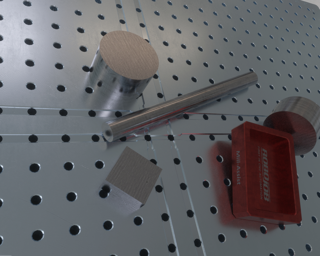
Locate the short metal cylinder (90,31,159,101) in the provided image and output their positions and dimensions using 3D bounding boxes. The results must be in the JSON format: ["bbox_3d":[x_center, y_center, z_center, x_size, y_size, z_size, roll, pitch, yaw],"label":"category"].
[{"bbox_3d":[-0.049,-0.083,0.417,0.081,0.050,0.080,14,56,-21],"label":"short metal cylinder"}]

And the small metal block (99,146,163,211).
[{"bbox_3d":[-0.033,0.057,0.355,0.050,0.025,0.050,34,51,-6],"label":"small metal block"}]

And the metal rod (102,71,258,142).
[{"bbox_3d":[0.050,-0.042,0.459,0.302,0.025,0.025,-22,74,-36],"label":"metal rod"}]

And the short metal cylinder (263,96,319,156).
[{"bbox_3d":[0.210,-0.003,0.488,0.080,0.080,0.050,46,51,4],"label":"short metal cylinder"}]

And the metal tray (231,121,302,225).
[{"bbox_3d":[0.147,0.063,0.433,0.091,0.030,0.130,14,64,-20],"label":"metal tray"}]
